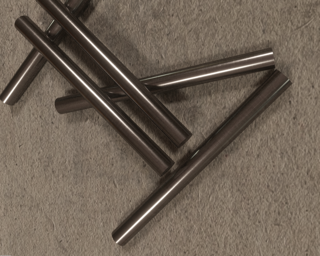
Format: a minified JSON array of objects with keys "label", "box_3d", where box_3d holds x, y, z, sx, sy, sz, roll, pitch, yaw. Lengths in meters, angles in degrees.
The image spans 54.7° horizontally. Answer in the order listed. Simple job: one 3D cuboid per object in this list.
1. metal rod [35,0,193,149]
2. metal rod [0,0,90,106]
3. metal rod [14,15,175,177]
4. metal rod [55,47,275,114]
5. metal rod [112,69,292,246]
[{"label":"metal rod","box_3d":[-0.071,-0.089,0.405,0.300,0.025,0.025,46,104,14]},{"label":"metal rod","box_3d":[-0.147,-0.153,0.459,0.025,0.025,0.299,45,103,14]},{"label":"metal rod","box_3d":[-0.095,-0.051,0.413,0.300,0.025,0.025,44,104,14]},{"label":"metal rod","box_3d":[-0.008,-0.057,0.410,0.301,0.025,0.025,-10,87,19]},{"label":"metal rod","box_3d":[0.043,0.046,0.393,0.299,0.025,0.025,-47,76,13]}]
